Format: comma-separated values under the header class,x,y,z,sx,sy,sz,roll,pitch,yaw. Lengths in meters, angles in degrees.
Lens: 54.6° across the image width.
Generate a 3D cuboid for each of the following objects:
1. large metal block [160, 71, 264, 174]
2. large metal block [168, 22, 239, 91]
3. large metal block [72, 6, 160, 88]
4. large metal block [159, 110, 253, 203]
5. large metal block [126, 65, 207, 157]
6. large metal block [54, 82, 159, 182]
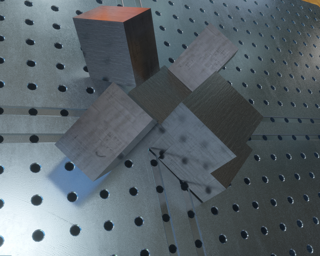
class,x,y,z,sx,sy,sz,roll,pitch,yaw
large metal block,0.062,-0.008,0.364,0.080,0.050,0.080,45,50,2
large metal block,0.062,-0.095,0.443,0.050,0.080,0.080,44,11,2
large metal block,-0.052,-0.103,0.388,0.080,0.080,0.050,17,43,31
large metal block,0.060,0.034,0.402,0.080,0.050,0.080,44,50,4
large metal block,0.002,-0.023,0.407,0.080,0.050,0.080,44,51,2
large metal block,-0.049,0.003,0.324,0.050,0.080,0.080,44,93,3
